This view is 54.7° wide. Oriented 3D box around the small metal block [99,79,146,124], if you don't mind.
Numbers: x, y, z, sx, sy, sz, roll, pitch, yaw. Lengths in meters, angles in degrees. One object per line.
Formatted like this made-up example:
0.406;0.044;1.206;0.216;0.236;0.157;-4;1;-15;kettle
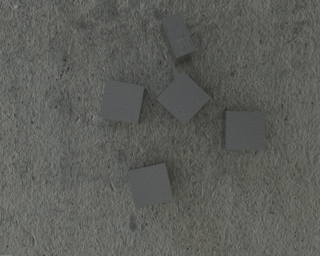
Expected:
-0.049;-0.034;0.409;0.050;0.025;0.050;10;90;0;small metal block

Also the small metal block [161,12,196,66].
0.022;-0.112;0.397;0.025;0.050;0.050;-23;90;0;small metal block

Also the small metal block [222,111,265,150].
0.110;0.003;0.411;0.050;0.025;0.050;1;90;0;small metal block

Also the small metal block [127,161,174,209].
-0.012;0.074;0.410;0.050;0.025;0.050;-13;90;0;small metal block

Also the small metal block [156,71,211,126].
0.030;-0.038;0.410;0.050;0.025;0.050;44;90;0;small metal block
